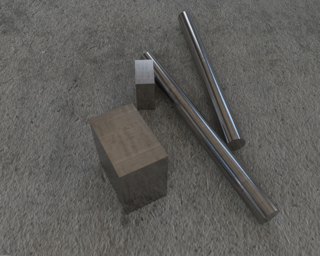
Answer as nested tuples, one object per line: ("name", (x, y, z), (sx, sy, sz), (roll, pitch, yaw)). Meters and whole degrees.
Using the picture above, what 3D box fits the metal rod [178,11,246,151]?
("metal rod", (0.070, -0.092, 0.481), (0.025, 0.025, 0.300), (-7, 50, -6))

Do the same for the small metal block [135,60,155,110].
("small metal block", (-0.021, -0.061, 0.438), (0.025, 0.050, 0.050), (-3, 50, -3))

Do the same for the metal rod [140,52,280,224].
("metal rod", (0.047, -0.009, 0.410), (0.025, 0.025, 0.300), (-21, 53, -17))

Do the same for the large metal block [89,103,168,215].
("large metal block", (-0.033, 0.034, 0.339), (0.050, 0.080, 0.080), (-22, 54, -18))
